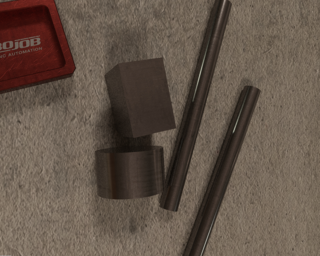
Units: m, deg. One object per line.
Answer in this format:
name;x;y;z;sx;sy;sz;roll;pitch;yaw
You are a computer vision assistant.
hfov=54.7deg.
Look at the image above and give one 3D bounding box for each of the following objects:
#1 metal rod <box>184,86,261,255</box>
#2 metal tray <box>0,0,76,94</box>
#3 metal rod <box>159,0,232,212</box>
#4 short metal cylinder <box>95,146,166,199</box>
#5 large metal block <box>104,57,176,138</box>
metal rod;0.084;0.080;0.441;0.025;0.025;0.299;24;82;-19
metal tray;-0.171;-0.087;0.343;0.131;0.030;0.089;-18;96;-20
metal rod;0.051;-0.035;0.428;0.025;0.025;0.299;17;84;-20
short metal cylinder;-0.035;0.050;0.368;0.081;0.080;0.050;-4;92;-20
large metal block;-0.026;-0.034;0.371;0.050;0.080;0.079;-13;95;-20
